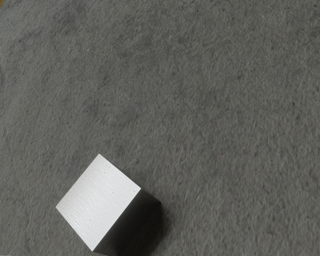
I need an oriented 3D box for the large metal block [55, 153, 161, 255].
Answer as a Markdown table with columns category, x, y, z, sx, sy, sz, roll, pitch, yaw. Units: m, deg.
| category | x | y | z | sx | sy | sz | roll | pitch | yaw |
| --- | --- | --- | --- | --- | --- | --- | --- | --- | --- |
| large metal block | -0.061 | 0.090 | 0.366 | 0.080 | 0.050 | 0.080 | 31 | 79 | 38 |
